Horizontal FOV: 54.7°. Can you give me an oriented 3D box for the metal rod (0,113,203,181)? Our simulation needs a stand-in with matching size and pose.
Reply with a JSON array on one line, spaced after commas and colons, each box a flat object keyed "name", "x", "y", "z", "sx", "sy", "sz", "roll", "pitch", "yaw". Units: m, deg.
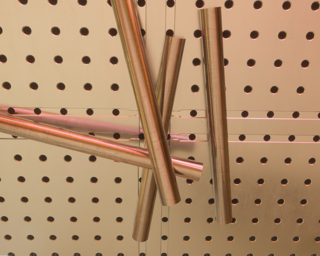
[{"name": "metal rod", "x": -0.094, "y": 0.021, "z": 0.402, "sx": 0.302, "sy": 0.025, "sz": 0.025, "roll": 14, "pitch": 110, "yaw": 1}]

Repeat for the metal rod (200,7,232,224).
[{"name": "metal rod", "x": 0.077, "y": -0.002, "z": 0.413, "sx": 0.025, "sy": 0.025, "sz": 0.298, "roll": -7, "pitch": 110, "yaw": 2}]

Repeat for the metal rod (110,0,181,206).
[{"name": "metal rod", "x": -0.021, "y": -0.053, "z": 0.360, "sx": 0.025, "sy": 0.025, "sz": 0.298, "roll": -13, "pitch": 98, "yaw": 4}]

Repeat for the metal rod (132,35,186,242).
[{"name": "metal rod", "x": -0.006, "y": 0.028, "z": 0.423, "sx": 0.025, "sy": 0.025, "sz": 0.298, "roll": 9, "pitch": 110, "yaw": -4}]
